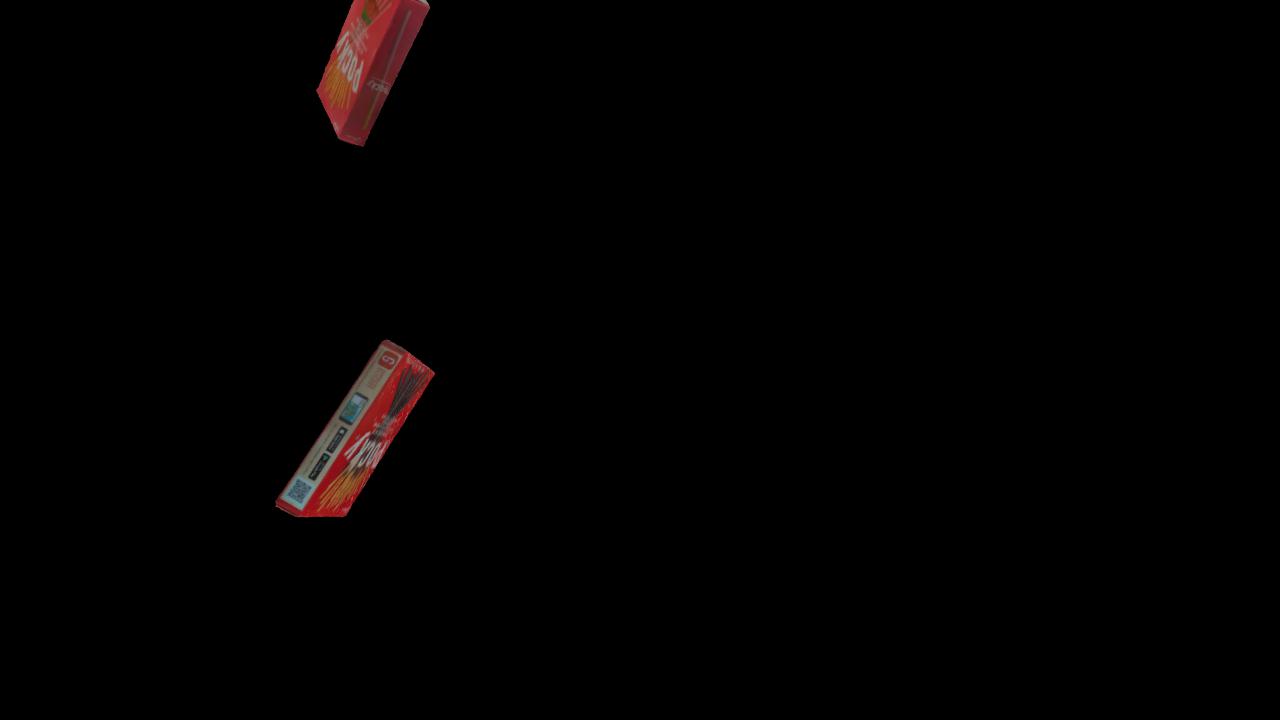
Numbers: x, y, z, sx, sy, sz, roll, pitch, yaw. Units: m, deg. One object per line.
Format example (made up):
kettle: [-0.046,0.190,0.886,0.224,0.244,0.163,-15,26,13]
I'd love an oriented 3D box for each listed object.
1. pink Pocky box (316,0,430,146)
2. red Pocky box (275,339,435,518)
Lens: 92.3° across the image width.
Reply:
pink Pocky box: [-0.258,-0.292,0.584,0.029,0.084,0.155,3,-43,-50]
red Pocky box: [-0.239,0.062,0.532,0.028,0.155,0.083,28,-12,4]
